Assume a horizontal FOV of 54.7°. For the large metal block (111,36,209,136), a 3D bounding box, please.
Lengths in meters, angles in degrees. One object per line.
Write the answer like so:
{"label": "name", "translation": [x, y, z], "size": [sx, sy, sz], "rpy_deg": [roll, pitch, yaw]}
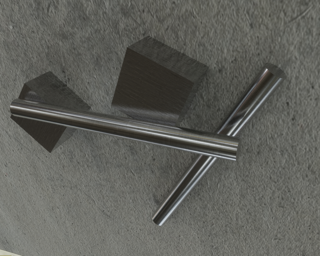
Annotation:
{"label": "large metal block", "translation": [-0.002, -0.048, 0.361], "size": [0.080, 0.050, 0.079], "rpy_deg": [30, 128, 9]}

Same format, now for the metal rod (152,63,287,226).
{"label": "metal rod", "translation": [0.057, 0.044, 0.402], "size": [0.025, 0.025, 0.298], "rpy_deg": [34, 129, 5]}

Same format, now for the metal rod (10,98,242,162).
{"label": "metal rod", "translation": [-0.058, -0.003, 0.369], "size": [0.301, 0.025, 0.025], "rpy_deg": [10, 123, 22]}

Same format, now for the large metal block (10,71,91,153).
{"label": "large metal block", "translation": [-0.163, -0.023, 0.460], "size": [0.080, 0.050, 0.080], "rpy_deg": [43, 129, -2]}
